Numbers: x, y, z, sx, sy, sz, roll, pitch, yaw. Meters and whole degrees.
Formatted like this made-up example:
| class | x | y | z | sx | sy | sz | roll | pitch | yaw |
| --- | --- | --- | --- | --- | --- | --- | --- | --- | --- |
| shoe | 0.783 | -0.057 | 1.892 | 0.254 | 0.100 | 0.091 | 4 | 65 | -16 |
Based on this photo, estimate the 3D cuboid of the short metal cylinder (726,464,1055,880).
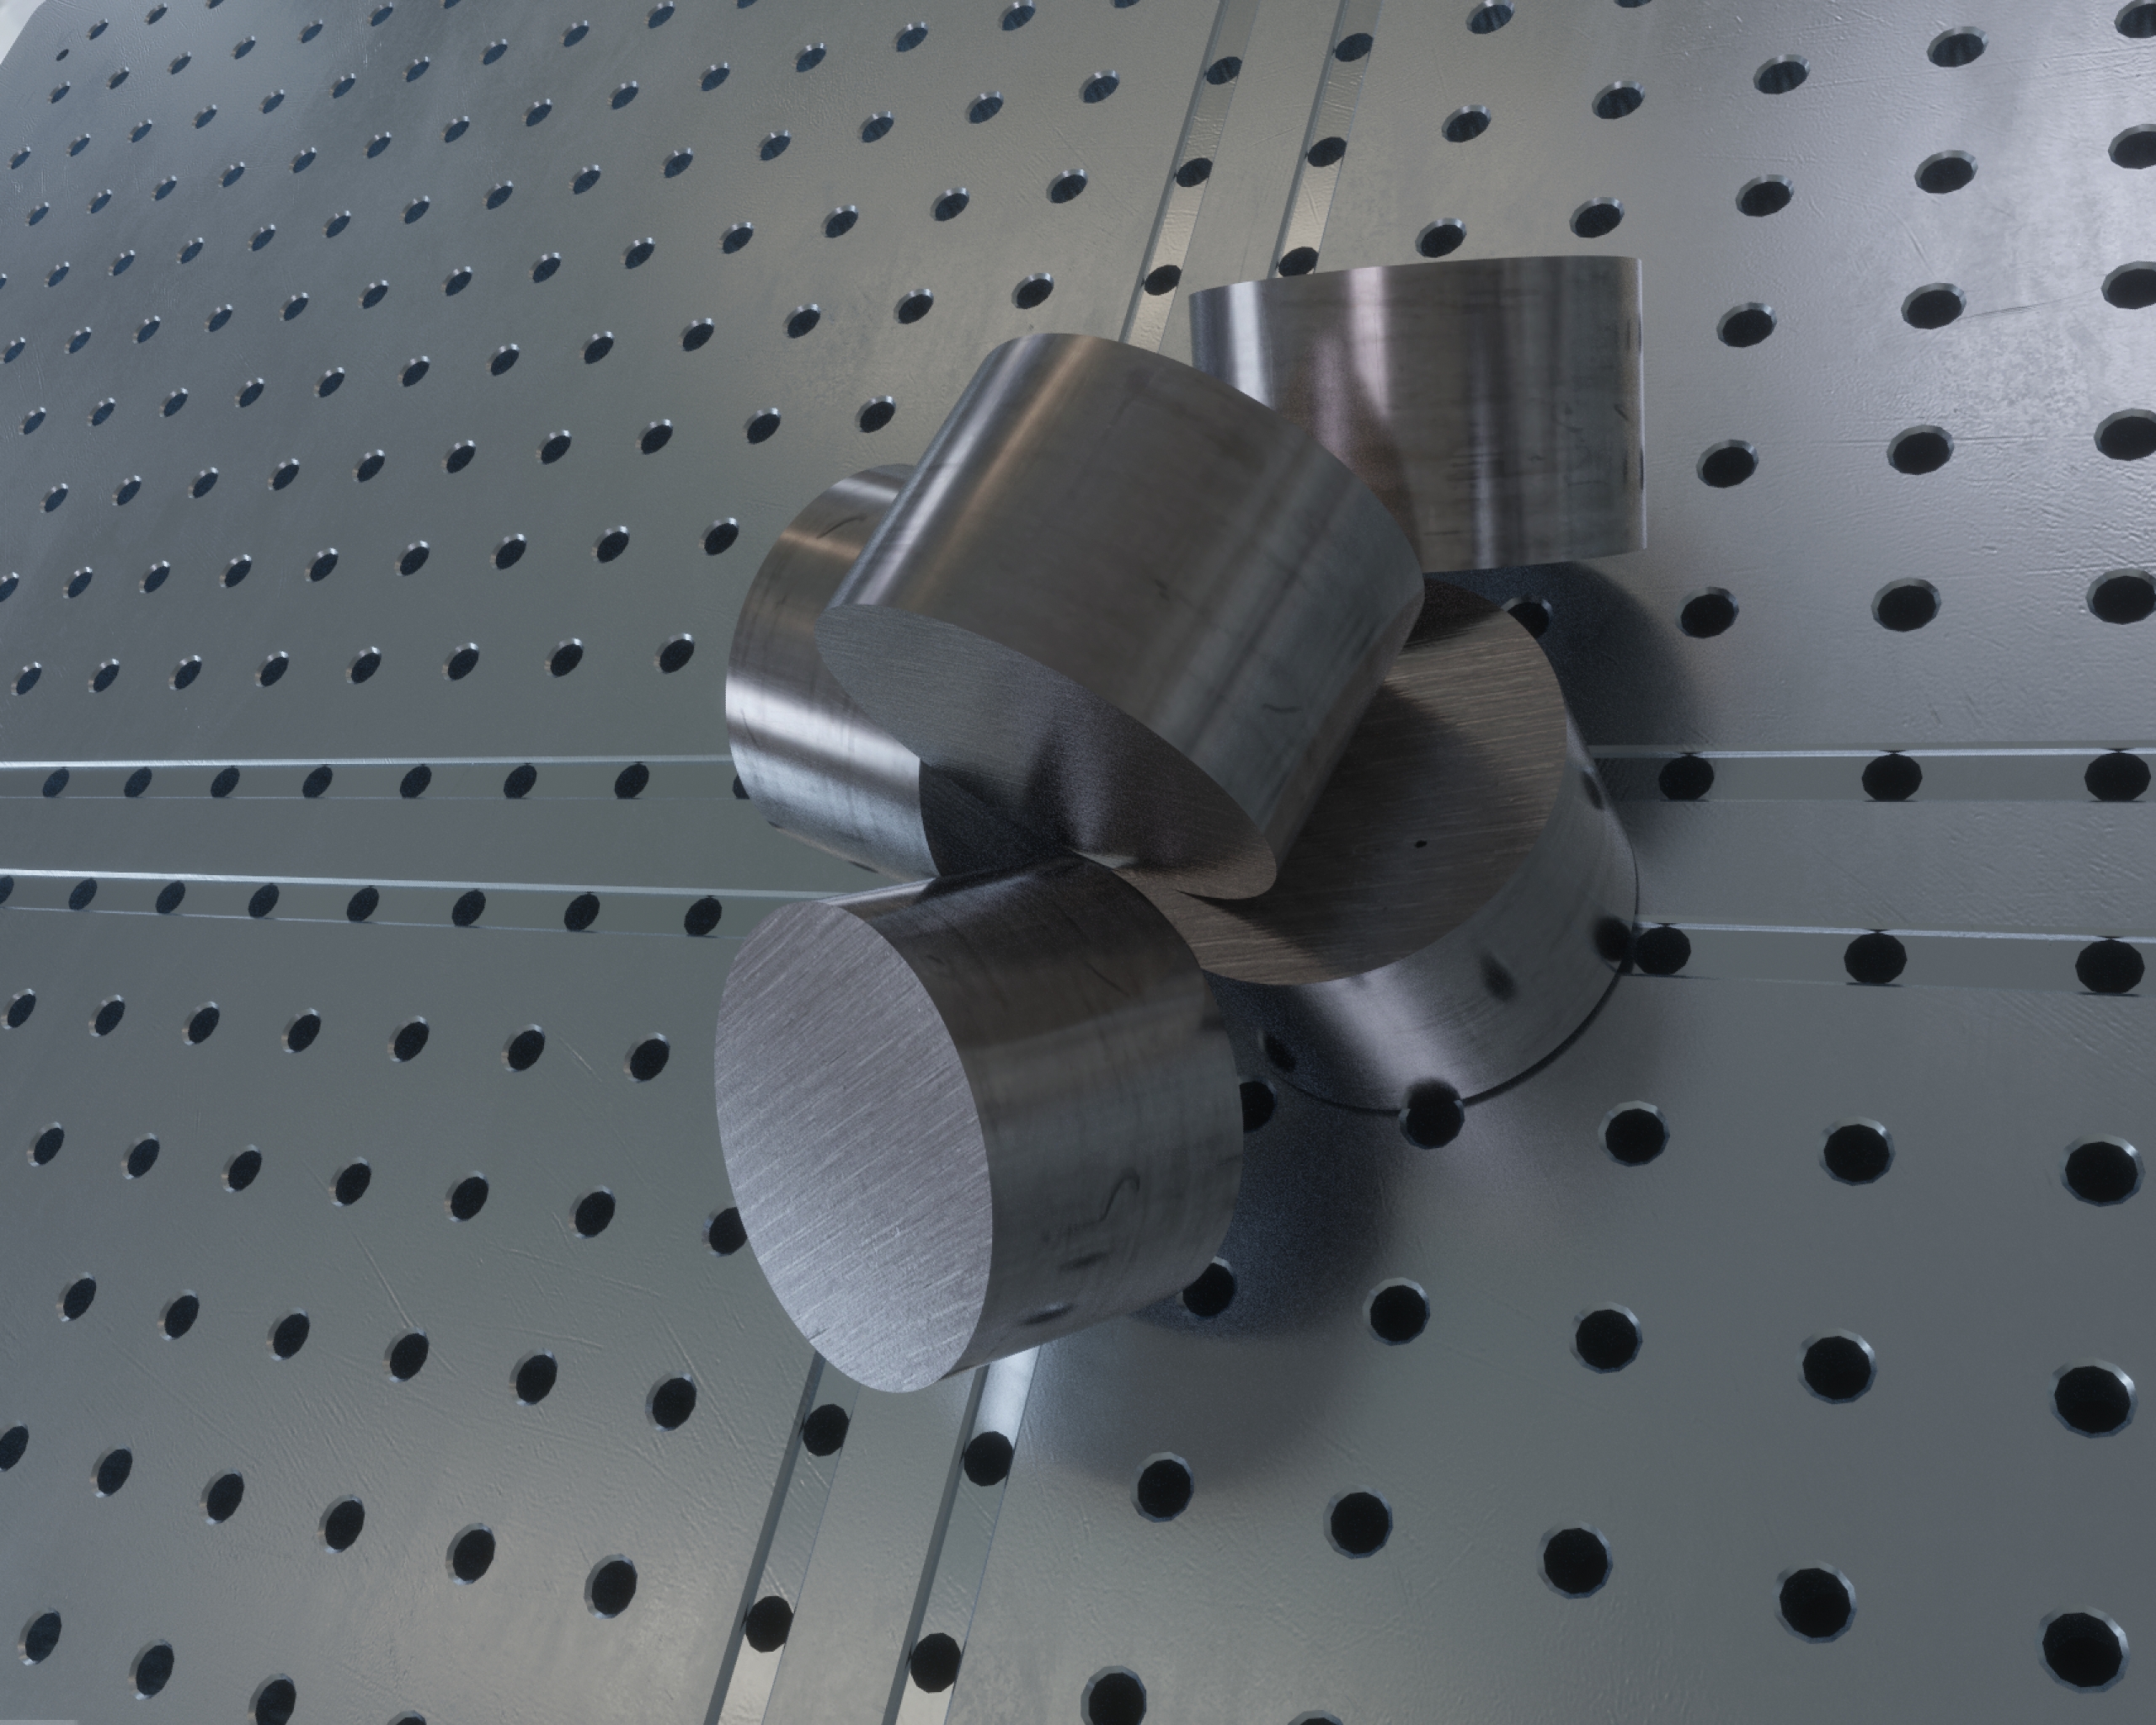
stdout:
| class | x | y | z | sx | sy | sz | roll | pitch | yaw |
| --- | --- | --- | --- | --- | --- | --- | --- | --- | --- |
| short metal cylinder | -0.021 | -0.033 | 0.404 | 0.050 | 0.080 | 0.080 | 20 | 73 | 36 |

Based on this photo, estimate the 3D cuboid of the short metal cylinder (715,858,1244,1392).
| class | x | y | z | sx | sy | sz | roll | pitch | yaw |
| --- | --- | --- | --- | --- | --- | --- | --- | --- | --- |
| short metal cylinder | -0.018 | 0.042 | 0.349 | 0.080 | 0.050 | 0.079 | 15 | 110 | 49 |

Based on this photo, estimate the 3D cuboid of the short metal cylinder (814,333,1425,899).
| class | x | y | z | sx | sy | sz | roll | pitch | yaw |
| --- | --- | --- | --- | --- | --- | --- | --- | --- | --- |
| short metal cylinder | 0.007 | -0.037 | 0.326 | 0.080 | 0.080 | 0.050 | 19 | 72 | 35 |

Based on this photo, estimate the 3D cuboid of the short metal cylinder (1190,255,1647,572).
| class | x | y | z | sx | sy | sz | roll | pitch | yaw |
| --- | --- | --- | --- | --- | --- | --- | --- | --- | --- |
| short metal cylinder | 0.062 | -0.081 | 0.381 | 0.080 | 0.080 | 0.050 | 2 | 103 | 29 |

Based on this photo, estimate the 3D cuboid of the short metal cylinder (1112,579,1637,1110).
| class | x | y | z | sx | sy | sz | roll | pitch | yaw |
| --- | --- | --- | --- | --- | --- | --- | --- | --- | --- |
| short metal cylinder | 0.052 | -0.003 | 0.366 | 0.080 | 0.050 | 0.080 | -14 | 55 | 21 |
